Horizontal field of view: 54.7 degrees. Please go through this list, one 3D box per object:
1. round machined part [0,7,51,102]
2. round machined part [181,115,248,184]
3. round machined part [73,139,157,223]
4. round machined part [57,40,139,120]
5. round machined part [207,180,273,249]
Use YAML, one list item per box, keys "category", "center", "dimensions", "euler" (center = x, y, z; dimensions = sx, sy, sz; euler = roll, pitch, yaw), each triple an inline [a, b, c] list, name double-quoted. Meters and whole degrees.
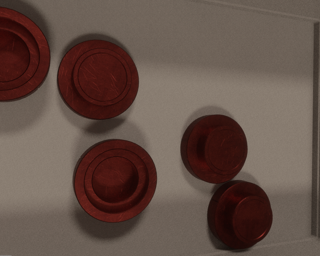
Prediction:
- category: "round machined part"
  center: [-0.172, -0.077, 0.338]
  dimensions: [0.099, 0.042, 0.097]
  euler: [0, 90, -21]
- category: "round machined part"
  center: [0.082, 0.030, 0.433]
  dimensions: [0.099, 0.042, 0.097]
  euler: [0, 90, -21]
- category: "round machined part"
  center: [-0.057, 0.062, 0.381]
  dimensions: [0.099, 0.042, 0.097]
  euler: [0, 90, -21]
- category: "round machined part"
  center: [-0.073, -0.059, 0.375]
  dimensions: [0.099, 0.042, 0.097]
  euler: [0, 90, -21]
- category: "round machined part"
  center: [0.122, 0.127, 0.449]
  dimensions: [0.099, 0.042, 0.097]
  euler: [0, 90, -21]
